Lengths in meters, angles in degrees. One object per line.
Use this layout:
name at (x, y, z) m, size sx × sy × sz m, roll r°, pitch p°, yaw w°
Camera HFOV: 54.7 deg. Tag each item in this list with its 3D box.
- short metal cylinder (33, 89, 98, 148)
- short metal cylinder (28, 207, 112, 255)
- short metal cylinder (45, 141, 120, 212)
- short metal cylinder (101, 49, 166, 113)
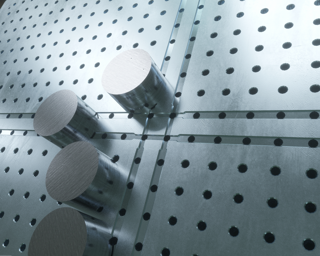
short metal cylinder at (-0.144, -0.012, 0.475) m, size 0.080 × 0.050 × 0.080 m, roll -13°, pitch 56°, yaw 21°
short metal cylinder at (-0.104, 0.139, 0.362) m, size 0.080 × 0.050 × 0.080 m, roll -13°, pitch 56°, yaw 21°
short metal cylinder at (-0.100, 0.064, 0.406) m, size 0.080 × 0.050 × 0.080 m, roll -13°, pitch 56°, yaw 21°
short metal cylinder at (-0.038, -0.069, 0.454) m, size 0.080 × 0.050 × 0.080 m, roll -13°, pitch 56°, yaw 21°
